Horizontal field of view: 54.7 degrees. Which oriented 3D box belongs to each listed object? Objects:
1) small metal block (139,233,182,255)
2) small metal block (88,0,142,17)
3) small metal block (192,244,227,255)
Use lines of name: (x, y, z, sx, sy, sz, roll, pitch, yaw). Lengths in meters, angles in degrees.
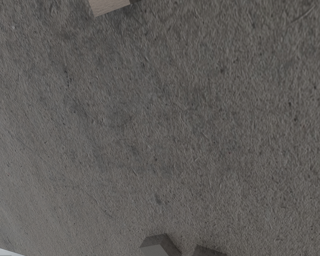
small metal block: (0.001, 0.214, 0.539, 0.050, 0.025, 0.050, -26, 104, 37)
small metal block: (-0.055, -0.156, 0.340, 0.050, 0.025, 0.050, -6, 115, 31)
small metal block: (0.080, 0.223, 0.503, 0.050, 0.025, 0.050, 11, 123, 22)
